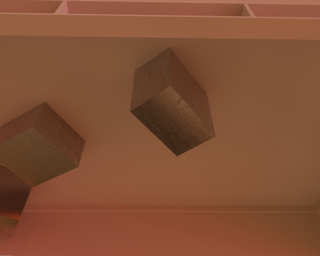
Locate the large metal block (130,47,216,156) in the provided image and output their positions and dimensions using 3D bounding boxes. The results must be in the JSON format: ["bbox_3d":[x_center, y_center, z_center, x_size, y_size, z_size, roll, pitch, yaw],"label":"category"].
[{"bbox_3d":[0.015,-0.029,0.348,0.050,0.080,0.080,-30,124,23],"label":"large metal block"}]

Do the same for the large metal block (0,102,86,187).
[{"bbox_3d":[-0.161,0.024,0.412,0.080,0.050,0.080,-25,126,19],"label":"large metal block"}]

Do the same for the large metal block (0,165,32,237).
[{"bbox_3d":[-0.242,0.104,0.459,0.080,0.080,0.050,22,127,-18],"label":"large metal block"}]
